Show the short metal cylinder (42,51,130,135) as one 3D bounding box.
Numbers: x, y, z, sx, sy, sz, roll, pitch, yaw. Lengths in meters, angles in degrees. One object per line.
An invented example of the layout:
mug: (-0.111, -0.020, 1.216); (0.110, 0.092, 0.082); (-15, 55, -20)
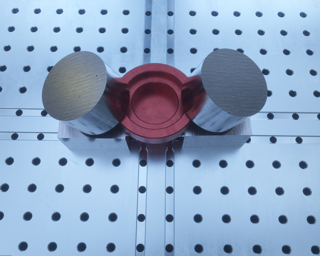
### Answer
short metal cylinder: (-0.081, -0.038, 0.345); (0.080, 0.050, 0.080); (-7, 70, 20)

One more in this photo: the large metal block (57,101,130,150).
large metal block: (-0.081, -0.017, 0.404); (0.080, 0.050, 0.080); (1, 70, 0)

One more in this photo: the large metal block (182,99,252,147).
large metal block: (0.069, -0.020, 0.406); (0.081, 0.050, 0.080); (-1, 70, -1)

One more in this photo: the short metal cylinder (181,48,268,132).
short metal cylinder: (0.071, -0.041, 0.347); (0.081, 0.050, 0.080); (7, 68, -19)

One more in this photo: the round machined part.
round machined part: (-0.006, -0.027, 0.381); (0.099, 0.042, 0.098); (0, 70, 0)
